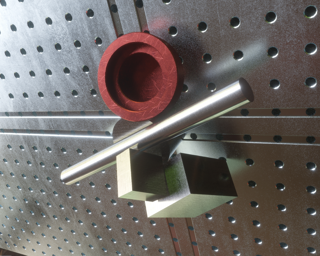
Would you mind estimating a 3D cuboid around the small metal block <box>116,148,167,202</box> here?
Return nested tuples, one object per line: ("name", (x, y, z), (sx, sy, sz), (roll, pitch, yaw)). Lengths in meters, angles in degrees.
("small metal block", (-0.022, 0.056, 0.361), (0.050, 0.050, 0.025), (19, 142, -39))

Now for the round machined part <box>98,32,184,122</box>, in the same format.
("round machined part", (-0.019, -0.058, 0.358), (0.098, 0.042, 0.097), (3, 97, 22))

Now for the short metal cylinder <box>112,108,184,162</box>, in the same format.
("short metal cylinder", (-0.014, 0.009, 0.406), (0.080, 0.050, 0.079), (13, 124, 20))

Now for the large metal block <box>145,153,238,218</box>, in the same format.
("large metal block", (0.036, 0.076, 0.393), (0.081, 0.050, 0.080), (13, 142, -37))

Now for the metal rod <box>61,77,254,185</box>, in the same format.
("metal rod", (-0.029, 0.019, 0.371), (0.299, 0.025, 0.025), (-27, 104, 37))
